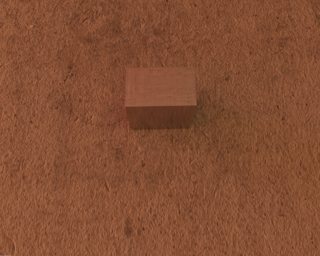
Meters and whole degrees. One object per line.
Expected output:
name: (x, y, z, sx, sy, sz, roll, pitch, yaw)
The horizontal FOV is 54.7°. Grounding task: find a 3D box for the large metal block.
large metal block: (0.000, -0.035, 0.393, 0.081, 0.080, 0.050, -1, 70, -1)
